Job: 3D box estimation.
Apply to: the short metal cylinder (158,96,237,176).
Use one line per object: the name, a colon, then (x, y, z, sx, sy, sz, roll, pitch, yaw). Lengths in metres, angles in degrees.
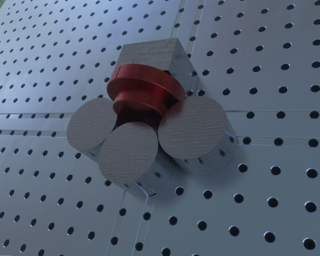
short metal cylinder: (0.045, 0.010, 0.363, 0.080, 0.050, 0.080, -13, 56, 21)

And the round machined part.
round machined part: (-0.021, -0.034, 0.391, 0.098, 0.098, 0.042, 2, 62, 29)

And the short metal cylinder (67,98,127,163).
short metal cylinder: (-0.081, 0.005, 0.432, 0.080, 0.050, 0.080, -13, 56, 21)

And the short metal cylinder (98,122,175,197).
short metal cylinder: (-0.028, 0.039, 0.384, 0.080, 0.050, 0.080, -13, 56, 21)

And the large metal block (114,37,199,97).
large metal block: (-0.003, -0.071, 0.417, 0.080, 0.080, 0.050, 1, 62, 28)
